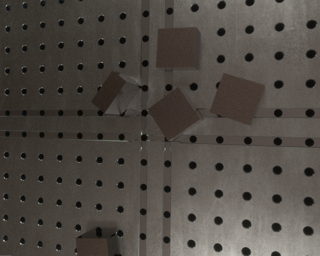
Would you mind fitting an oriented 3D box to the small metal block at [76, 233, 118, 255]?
[{"bbox_3d":[-0.090,0.179,0.443,0.050,0.025,0.050,-7,88,19],"label":"small metal block"}]

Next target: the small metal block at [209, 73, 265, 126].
[{"bbox_3d":[0.095,-0.035,0.379,0.050,0.025,0.050,21,97,18],"label":"small metal block"}]

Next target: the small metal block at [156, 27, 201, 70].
[{"bbox_3d":[0.024,-0.102,0.403,0.050,0.025,0.050,4,91,19],"label":"small metal block"}]

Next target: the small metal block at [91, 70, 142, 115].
[{"bbox_3d":[-0.057,-0.046,0.418,0.025,0.050,0.050,40,102,15],"label":"small metal block"}]

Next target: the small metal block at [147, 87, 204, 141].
[{"bbox_3d":[0.021,-0.018,0.405,0.050,0.025,0.050,-36,79,16],"label":"small metal block"}]
